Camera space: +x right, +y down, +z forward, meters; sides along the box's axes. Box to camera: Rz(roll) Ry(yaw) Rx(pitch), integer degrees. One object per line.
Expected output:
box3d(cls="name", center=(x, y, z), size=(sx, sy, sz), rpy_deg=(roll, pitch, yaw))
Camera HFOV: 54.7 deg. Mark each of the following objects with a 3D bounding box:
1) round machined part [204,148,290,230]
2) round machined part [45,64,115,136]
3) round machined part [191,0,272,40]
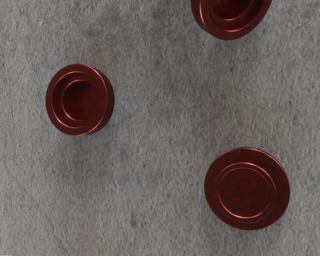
box3d(cls="round machined part", center=(0.100, 0.072, 0.364), size=(0.098, 0.042, 0.097), rpy_deg=(0, 90, 19))
box3d(cls="round machined part", center=(-0.107, -0.038, 0.436), size=(0.098, 0.042, 0.097), rpy_deg=(0, 90, 19))
box3d(cls="round machined part", center=(0.078, -0.154, 0.352), size=(0.098, 0.098, 0.042), rpy_deg=(-52, 42, 13))
